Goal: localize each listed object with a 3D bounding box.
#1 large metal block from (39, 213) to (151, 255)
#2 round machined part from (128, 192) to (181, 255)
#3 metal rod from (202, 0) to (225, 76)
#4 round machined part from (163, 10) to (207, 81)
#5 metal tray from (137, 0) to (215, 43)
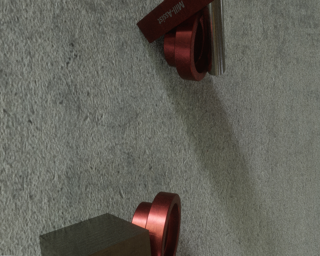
[{"bbox_3d":[-0.065,0.131,0.314,0.081,0.080,0.050,-9,96,-40],"label":"large metal block"},{"bbox_3d":[-0.006,0.125,0.369,0.098,0.042,0.097,4,91,-75],"label":"round machined part"},{"bbox_3d":[0.052,-0.179,0.326,0.025,0.025,0.299,-51,146,-28],"label":"metal rod"},{"bbox_3d":[0.038,-0.113,0.407,0.098,0.042,0.097,11,91,-67],"label":"round machined part"},{"bbox_3d":[0.039,-0.155,0.366,0.090,0.130,0.030,-45,107,-31],"label":"metal tray"}]
